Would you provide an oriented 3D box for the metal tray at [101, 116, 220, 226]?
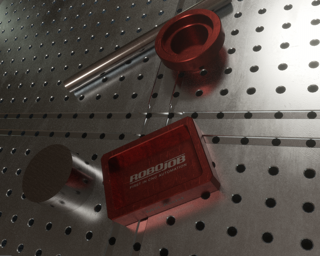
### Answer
[{"bbox_3d":[-0.004,0.052,0.374,0.130,0.030,0.090,-25,53,12],"label":"metal tray"}]

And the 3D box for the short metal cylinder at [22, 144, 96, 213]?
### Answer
[{"bbox_3d":[-0.136,0.069,0.419,0.080,0.050,0.080,-13,56,21],"label":"short metal cylinder"}]

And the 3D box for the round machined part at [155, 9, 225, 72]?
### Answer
[{"bbox_3d":[0.046,-0.121,0.446,0.098,0.042,0.098,-13,56,20],"label":"round machined part"}]

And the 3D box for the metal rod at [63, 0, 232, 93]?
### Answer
[{"bbox_3d":[-0.026,-0.139,0.505,0.301,0.025,0.025,-27,53,10],"label":"metal rod"}]
